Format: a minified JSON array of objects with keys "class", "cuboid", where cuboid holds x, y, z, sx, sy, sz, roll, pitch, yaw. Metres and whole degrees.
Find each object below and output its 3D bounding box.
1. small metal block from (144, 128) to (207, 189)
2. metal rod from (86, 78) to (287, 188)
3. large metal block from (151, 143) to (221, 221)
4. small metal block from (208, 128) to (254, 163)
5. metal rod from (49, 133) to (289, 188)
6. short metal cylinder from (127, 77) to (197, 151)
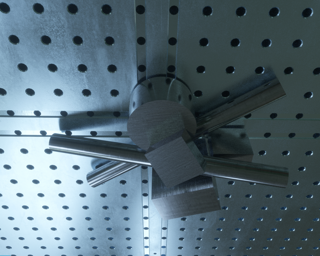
[{"class":"small metal block","cuboid":[0.019,0.036,0.361,0.050,0.025,0.050,-28,102,22]},{"class":"metal rod","cuboid":[0.021,0.015,0.421,0.300,0.025,0.025,-27,125,21]},{"class":"large metal block","cuboid":[0.035,0.074,0.433,0.080,0.080,0.050,-14,129,11]},{"class":"small metal block","cuboid":[0.092,0.026,0.414,0.050,0.050,0.025,1,130,0]},{"class":"metal rod","cuboid":[0.003,0.039,0.394,0.301,0.025,0.025,8,131,10]},{"class":"short metal cylinder","cuboid":[0.002,-0.015,0.377,0.081,0.050,0.079,0,129,0]}]
